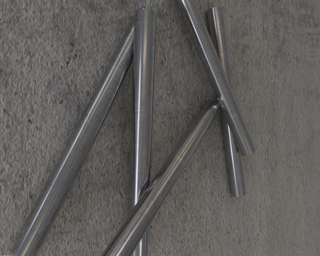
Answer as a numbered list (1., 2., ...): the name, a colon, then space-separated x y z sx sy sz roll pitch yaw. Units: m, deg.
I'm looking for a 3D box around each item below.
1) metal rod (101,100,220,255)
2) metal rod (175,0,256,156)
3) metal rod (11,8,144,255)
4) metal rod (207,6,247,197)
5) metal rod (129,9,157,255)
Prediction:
1. metal rod: 0.010 0.058 0.375 0.301 0.025 0.025 -52 121 -40
2. metal rod: 0.074 -0.094 0.448 0.025 0.025 0.299 -35 107 -34
3. metal rod: -0.074 -0.010 0.342 0.025 0.025 0.300 36 68 -34
4. metal rod: 0.107 -0.036 0.494 0.025 0.025 0.298 -16 100 -39
5. metal rod: -0.022 0.017 0.367 0.025 0.025 0.298 -3 98 -40
